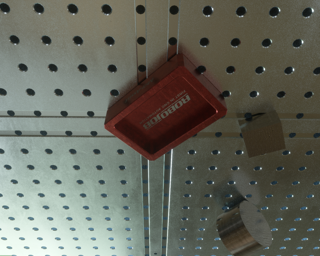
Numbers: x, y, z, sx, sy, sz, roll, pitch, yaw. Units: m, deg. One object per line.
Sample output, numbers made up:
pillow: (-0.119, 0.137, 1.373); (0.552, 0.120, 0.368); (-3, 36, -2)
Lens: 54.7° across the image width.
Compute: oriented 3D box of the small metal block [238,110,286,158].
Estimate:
small metal block: (0.139, 0.009, 0.421); (0.050, 0.025, 0.050); (-16, 129, 13)

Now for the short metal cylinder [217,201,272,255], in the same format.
short metal cylinder: (0.142, 0.170, 0.522); (0.080, 0.080, 0.050); (33, 123, -25)

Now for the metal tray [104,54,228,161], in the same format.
metal tray: (0.006, -0.020, 0.391); (0.130, 0.030, 0.090); (-35, 122, 26)
